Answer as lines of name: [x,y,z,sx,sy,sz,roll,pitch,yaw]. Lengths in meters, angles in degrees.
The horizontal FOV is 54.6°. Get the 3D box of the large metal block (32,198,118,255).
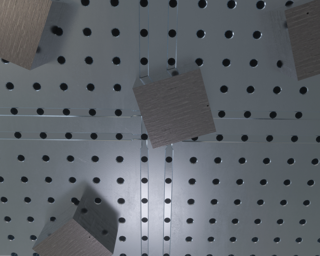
large metal block: [-0.123,0.165,0.460,0.080,0.050,0.080,-38,106,13]

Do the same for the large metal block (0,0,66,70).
large metal block: [-0.166,-0.123,0.354,0.080,0.050,0.080,23,108,-9]

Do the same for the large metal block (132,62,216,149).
large metal block: [0.018,-0.029,0.389,0.080,0.050,0.080,-16,110,5]

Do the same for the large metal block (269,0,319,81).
large metal block: [0.183,-0.110,0.361,0.080,0.050,0.080,-18,109,6]
